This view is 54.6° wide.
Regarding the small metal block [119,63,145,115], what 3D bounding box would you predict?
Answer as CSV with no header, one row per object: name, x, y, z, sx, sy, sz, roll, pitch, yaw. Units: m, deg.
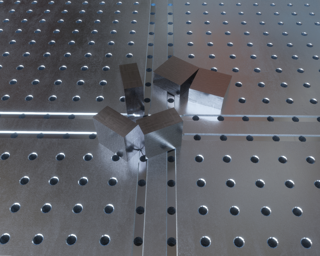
small metal block,-0.040,-0.055,0.438,0.025,0.050,0.050,-10,51,-8

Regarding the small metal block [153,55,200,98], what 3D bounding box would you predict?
small metal block,0.025,-0.080,0.475,0.050,0.025,0.050,31,56,23

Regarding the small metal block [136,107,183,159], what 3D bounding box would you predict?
small metal block,0.000,0.007,0.386,0.050,0.050,0.025,-19,53,-16

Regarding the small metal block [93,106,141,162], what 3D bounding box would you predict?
small metal block,-0.053,0.008,0.385,0.050,0.050,0.025,31,57,23

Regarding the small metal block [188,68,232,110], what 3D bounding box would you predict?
small metal block,0.074,-0.059,0.458,0.050,0.025,0.050,17,52,14
